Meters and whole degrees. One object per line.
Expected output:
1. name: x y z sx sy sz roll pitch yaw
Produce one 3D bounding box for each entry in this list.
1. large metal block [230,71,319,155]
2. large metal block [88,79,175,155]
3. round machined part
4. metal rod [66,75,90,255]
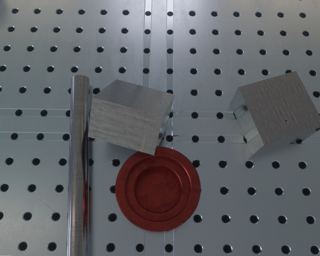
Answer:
1. large metal block: 0.150 -0.019 0.407 0.081 0.050 0.080 -16 71 -6
2. large metal block: -0.032 -0.017 0.382 0.080 0.080 0.050 15 115 5
3. round machined part: -0.002 0.075 0.375 0.099 0.042 0.098 0 70 0
4. metal rod: -0.101 0.072 0.384 0.025 0.025 0.299 -4 70 -2
